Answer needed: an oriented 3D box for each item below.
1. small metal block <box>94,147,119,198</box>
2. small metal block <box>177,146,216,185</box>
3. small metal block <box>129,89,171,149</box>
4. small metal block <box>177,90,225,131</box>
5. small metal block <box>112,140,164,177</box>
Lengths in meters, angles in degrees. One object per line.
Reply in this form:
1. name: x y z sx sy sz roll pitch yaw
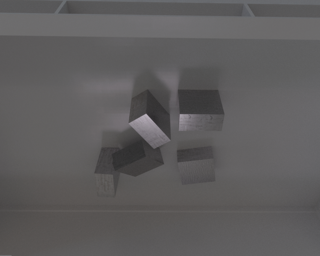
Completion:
1. small metal block: -0.074 0.064 0.445 0.025 0.050 0.050 4 130 1
2. small metal block: 0.054 0.056 0.457 0.050 0.025 0.050 -7 130 6
3. small metal block: -0.011 -0.011 0.383 0.025 0.050 0.050 -28 125 22
4. small metal block: 0.047 -0.022 0.374 0.050 0.050 0.025 0 130 -1
5. small metal block: -0.030 0.044 0.433 0.050 0.025 0.050 -26 152 20
